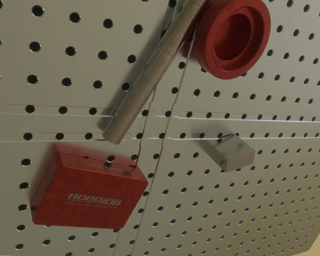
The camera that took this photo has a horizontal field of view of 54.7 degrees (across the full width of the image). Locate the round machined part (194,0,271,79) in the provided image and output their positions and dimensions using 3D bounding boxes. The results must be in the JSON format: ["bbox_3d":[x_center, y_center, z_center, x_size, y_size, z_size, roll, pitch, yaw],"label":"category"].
[{"bbox_3d":[0.082,-0.112,0.374,0.099,0.042,0.097,-18,129,-24],"label":"round machined part"}]

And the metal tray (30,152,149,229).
[{"bbox_3d":[-0.091,0.089,0.414,0.131,0.030,0.089,17,109,-36],"label":"metal tray"}]

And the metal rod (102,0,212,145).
[{"bbox_3d":[0.020,-0.108,0.356,0.025,0.025,0.299,25,105,-37],"label":"metal rod"}]

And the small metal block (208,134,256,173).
[{"bbox_3d":[0.110,0.038,0.482,0.050,0.050,0.025,-15,125,-20],"label":"small metal block"}]
